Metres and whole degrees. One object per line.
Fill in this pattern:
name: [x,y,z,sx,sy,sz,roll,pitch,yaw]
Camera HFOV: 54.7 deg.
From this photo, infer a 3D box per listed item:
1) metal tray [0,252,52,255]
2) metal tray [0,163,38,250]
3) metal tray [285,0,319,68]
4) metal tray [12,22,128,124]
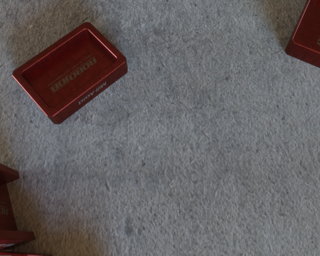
metal tray: [-0.173,0.202,0.330,0.091,0.030,0.130,4,70,1]
metal tray: [-0.180,0.082,0.334,0.030,0.130,0.090,-21,72,-8]
metal tray: [0.255,-0.152,0.463,0.090,0.030,0.130,26,72,8]
metal tray: [-0.122,-0.079,0.432,0.130,0.030,0.090,-41,75,-14]
